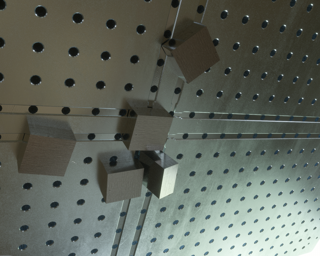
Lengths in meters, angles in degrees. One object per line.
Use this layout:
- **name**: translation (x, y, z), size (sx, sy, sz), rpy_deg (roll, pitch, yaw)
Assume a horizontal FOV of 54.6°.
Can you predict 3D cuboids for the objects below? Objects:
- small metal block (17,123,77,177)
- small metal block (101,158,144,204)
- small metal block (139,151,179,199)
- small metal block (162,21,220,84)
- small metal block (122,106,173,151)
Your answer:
- **small metal block**: translation (-0.130, 0.026, 0.356), size (0.050, 0.025, 0.050), rpy_deg (12, 112, -33)
- **small metal block**: translation (-0.052, 0.072, 0.427), size (0.050, 0.025, 0.050), rpy_deg (-6, 121, -25)
- **small metal block**: translation (-0.004, 0.060, 0.426), size (0.025, 0.050, 0.050), rpy_deg (-16, 127, -38)
- **small metal block**: translation (0.038, -0.091, 0.375), size (0.050, 0.025, 0.050), rpy_deg (-37, 129, -3)
- **small metal block**: translation (-0.017, 0.001, 0.402), size (0.050, 0.025, 0.050), rpy_deg (3, 117, -30)
